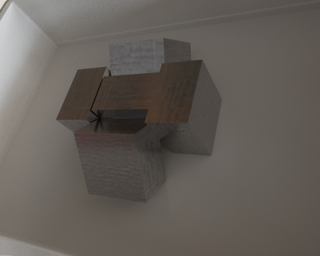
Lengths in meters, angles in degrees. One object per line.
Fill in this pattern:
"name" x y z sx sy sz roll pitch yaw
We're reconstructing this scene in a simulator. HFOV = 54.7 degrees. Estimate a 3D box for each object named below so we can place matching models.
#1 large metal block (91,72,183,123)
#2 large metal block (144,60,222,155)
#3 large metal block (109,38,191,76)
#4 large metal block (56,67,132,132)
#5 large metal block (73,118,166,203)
"large metal block" -0.025 -0.025 0.397 0.080 0.080 0.050 1 62 28
"large metal block" 0.032 -0.022 0.366 0.050 0.080 0.080 1 62 29
"large metal block" -0.010 -0.089 0.422 0.080 0.080 0.050 2 100 29
"large metal block" -0.084 -0.027 0.430 0.050 0.080 0.080 1 62 29
"large metal block" -0.045 0.034 0.363 0.080 0.079 0.050 1 21 27
